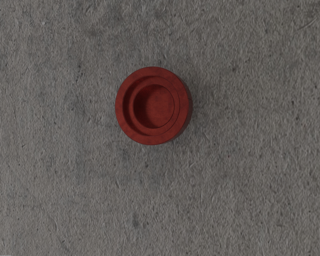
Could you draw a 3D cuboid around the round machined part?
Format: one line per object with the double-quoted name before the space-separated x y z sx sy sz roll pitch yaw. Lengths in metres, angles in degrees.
"round machined part" -0.005 -0.027 0.402 0.098 0.042 0.097 0 90 20
